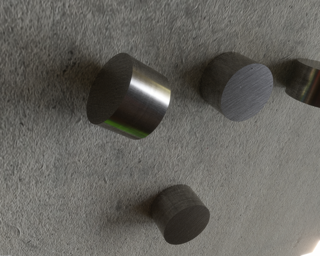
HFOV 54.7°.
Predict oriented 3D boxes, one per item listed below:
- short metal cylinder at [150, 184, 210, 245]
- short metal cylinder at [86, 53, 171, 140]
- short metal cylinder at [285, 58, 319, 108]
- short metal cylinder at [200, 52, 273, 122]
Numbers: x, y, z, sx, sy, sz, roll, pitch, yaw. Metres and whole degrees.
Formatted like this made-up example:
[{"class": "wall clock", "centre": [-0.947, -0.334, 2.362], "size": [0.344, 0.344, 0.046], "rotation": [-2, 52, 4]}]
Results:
[{"class": "short metal cylinder", "centre": [0.032, 0.137, 0.493], "size": [0.081, 0.050, 0.079], "rotation": [-14, 124, -21]}, {"class": "short metal cylinder", "centre": [-0.035, -0.033, 0.332], "size": [0.050, 0.080, 0.080], "rotation": [25, 105, -37]}, {"class": "short metal cylinder", "centre": [0.235, -0.066, 0.458], "size": [0.081, 0.080, 0.050], "rotation": [-2, 120, -27]}, {"class": "short metal cylinder", "centre": [0.101, -0.055, 0.411], "size": [0.081, 0.050, 0.079], "rotation": [-14, 124, -21]}]
